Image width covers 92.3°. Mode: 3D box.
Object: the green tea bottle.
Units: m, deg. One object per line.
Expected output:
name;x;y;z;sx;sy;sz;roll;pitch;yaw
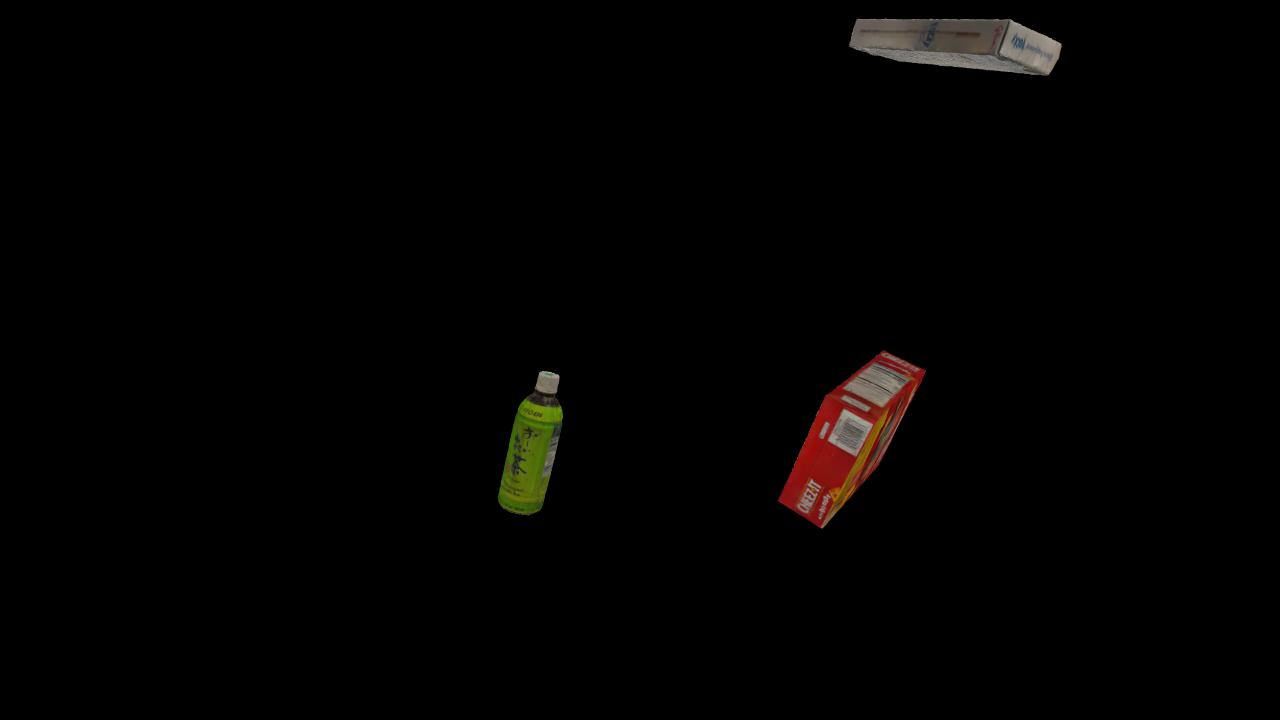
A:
green tea bottle;-0.155;0.120;0.908;0.073;0.212;0.073;15;11;-3

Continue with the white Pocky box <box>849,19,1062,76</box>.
white Pocky box;0.270;-0.277;0.541;0.084;0.028;0.154;-4;28;-32

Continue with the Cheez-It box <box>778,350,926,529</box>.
Cheez-It box;0.278;0.094;0.792;0.071;0.166;0.223;31;31;28
